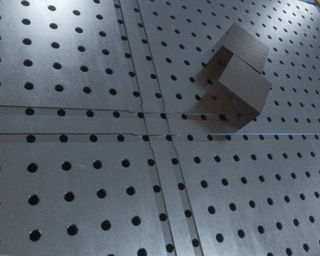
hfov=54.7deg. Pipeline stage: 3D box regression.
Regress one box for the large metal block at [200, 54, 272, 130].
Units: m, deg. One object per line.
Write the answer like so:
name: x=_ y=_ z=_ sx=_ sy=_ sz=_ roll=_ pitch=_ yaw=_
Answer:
large metal block: x=0.123 y=-0.059 z=0.497 sx=0.080 sy=0.050 sz=0.080 roll=37 pitch=51 yaw=-4

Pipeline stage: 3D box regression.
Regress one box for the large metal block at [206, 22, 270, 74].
large metal block: x=0.139 y=-0.126 z=0.547 sx=0.080 sy=0.050 sz=0.080 roll=34 pitch=51 yaw=-6
